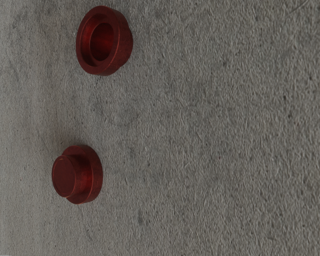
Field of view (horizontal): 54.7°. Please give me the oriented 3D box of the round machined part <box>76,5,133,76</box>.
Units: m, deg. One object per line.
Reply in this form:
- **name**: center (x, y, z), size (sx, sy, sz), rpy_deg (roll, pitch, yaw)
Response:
- **round machined part**: center (-0.078, -0.125, 0.458), size (0.098, 0.042, 0.097), rpy_deg (0, 90, 40)

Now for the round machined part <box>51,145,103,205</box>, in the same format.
- **round machined part**: center (-0.142, 0.078, 0.512), size (0.098, 0.042, 0.097), rpy_deg (0, 90, 40)
